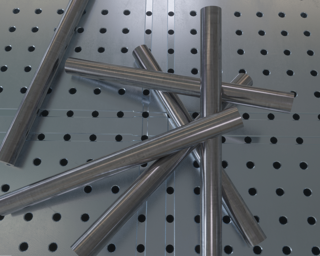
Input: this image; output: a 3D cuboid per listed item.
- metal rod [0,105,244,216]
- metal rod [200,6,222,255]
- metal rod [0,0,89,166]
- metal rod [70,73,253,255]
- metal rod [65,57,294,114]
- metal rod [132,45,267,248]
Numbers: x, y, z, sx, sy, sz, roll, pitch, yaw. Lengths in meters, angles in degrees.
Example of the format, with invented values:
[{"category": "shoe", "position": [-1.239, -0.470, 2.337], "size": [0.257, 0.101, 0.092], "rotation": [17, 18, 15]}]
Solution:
[{"category": "metal rod", "position": [-0.054, 0.041, 0.353], "size": [0.301, 0.025, 0.025], "rotation": [-21, 71, 9]}, {"category": "metal rod", "position": [0.059, 0.010, 0.360], "size": [0.025, 0.025, 0.298], "rotation": [0, 88, 0]}, {"category": "metal rod", "position": [-0.158, -0.091, 0.444], "size": [0.025, 0.025, 0.300], "rotation": [15, 71, 5]}, {"category": "metal rod", "position": [0.019, 0.030, 0.366], "size": [0.025, 0.025, 0.301], "rotation": [40, 65, 13]}, {"category": "metal rod", "position": [0.012, -0.059, 0.403], "size": [0.301, 0.025, 0.025], "rotation": [12, 70, 16]}, {"category": "metal rod", "position": [0.042, 0.011, 0.408], "size": [0.025, 0.025, 0.299], "rotation": [-27, 72, -9]}]
